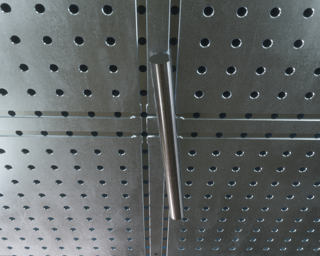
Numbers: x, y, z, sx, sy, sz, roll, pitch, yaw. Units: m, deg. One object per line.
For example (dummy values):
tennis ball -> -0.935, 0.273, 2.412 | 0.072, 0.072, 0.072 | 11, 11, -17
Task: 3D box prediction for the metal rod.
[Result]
metal rod -> 0.015, 0.036, 0.441 | 0.025, 0.025, 0.298 | -4, 130, 4
